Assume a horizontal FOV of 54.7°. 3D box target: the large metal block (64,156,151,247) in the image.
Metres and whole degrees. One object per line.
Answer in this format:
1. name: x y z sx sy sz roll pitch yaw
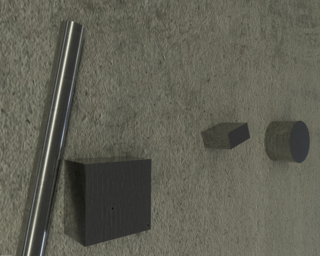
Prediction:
1. large metal block: -0.057 0.074 0.342 0.081 0.050 0.079 0 90 -40

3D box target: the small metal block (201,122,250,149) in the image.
1. small metal block: 0.101 0.011 0.476 0.050 0.050 0.025 -23 105 -38

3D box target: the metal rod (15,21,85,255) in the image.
1. metal rod: -0.114 0.039 0.310 0.025 0.025 0.298 14 81 -40

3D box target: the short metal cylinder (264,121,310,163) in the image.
1. short metal cylinder: 0.247 0.026 0.599 0.081 0.050 0.079 0 90 -40
